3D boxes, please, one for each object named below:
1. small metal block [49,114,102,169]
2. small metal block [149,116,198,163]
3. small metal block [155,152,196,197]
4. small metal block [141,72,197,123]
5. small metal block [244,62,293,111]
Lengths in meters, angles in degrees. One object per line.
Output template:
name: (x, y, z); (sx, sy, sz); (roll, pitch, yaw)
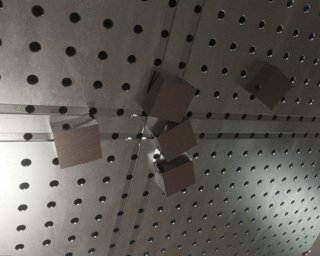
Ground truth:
small metal block: (-0.099, 0.016, 0.368); (0.050, 0.025, 0.050); (-14, 124, -21)
small metal block: (0.019, 0.012, 0.431); (0.050, 0.025, 0.050); (-31, 129, -9)
small metal block: (0.024, 0.070, 0.469); (0.050, 0.025, 0.050); (-22, 127, -16)
small metal block: (0.011, -0.038, 0.396); (0.050, 0.025, 0.050); (12, 112, -34)
small metal block: (0.164, -0.062, 0.465); (0.050, 0.025, 0.050); (30, 101, -38)
